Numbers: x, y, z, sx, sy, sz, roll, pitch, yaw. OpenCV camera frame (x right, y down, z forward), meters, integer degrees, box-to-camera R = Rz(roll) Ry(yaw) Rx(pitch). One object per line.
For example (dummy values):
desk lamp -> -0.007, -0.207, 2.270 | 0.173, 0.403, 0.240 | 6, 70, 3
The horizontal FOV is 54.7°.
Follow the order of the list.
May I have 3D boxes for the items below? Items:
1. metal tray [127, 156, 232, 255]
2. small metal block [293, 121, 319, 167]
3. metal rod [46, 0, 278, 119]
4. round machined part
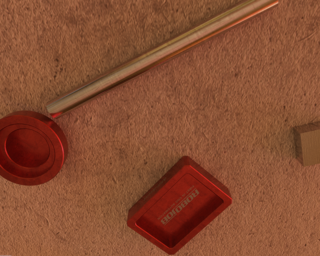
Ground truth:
metal tray -> 0.027, 0.114, 0.449 | 0.090, 0.030, 0.130 | 40, 105, -14
small metal block -> 0.212, 0.020, 0.419 | 0.050, 0.025, 0.050 | -13, 110, 4
metal rod -> -0.005, -0.087, 0.377 | 0.301, 0.025, 0.025 | -26, 108, 9
round machined part -> -0.170, 0.023, 0.408 | 0.099, 0.042, 0.097 | 0, 110, 0
